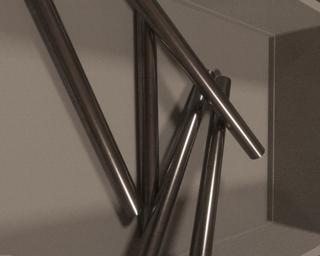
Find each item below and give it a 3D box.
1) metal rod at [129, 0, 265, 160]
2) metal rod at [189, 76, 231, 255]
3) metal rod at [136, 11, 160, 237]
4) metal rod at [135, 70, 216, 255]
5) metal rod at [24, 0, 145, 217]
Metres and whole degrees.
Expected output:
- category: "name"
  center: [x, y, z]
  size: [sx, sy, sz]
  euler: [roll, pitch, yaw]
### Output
- category: "metal rod"
  center: [0.051, -0.068, 0.402]
  size: [0.300, 0.025, 0.025]
  euler: [49, 61, -21]
- category: "metal rod"
  center: [0.070, 0.048, 0.416]
  size: [0.025, 0.025, 0.300]
  euler: [39, 50, -33]
- category: "metal rod"
  center: [-0.015, -0.005, 0.396]
  size: [0.025, 0.025, 0.298]
  euler: [-2, 92, -40]
- category: "metal rod"
  center: [0.024, 0.044, 0.403]
  size: [0.025, 0.025, 0.300]
  euler: [40, 58, -33]
- category: "metal rod"
  center: [-0.083, -0.031, 0.338]
  size: [0.025, 0.025, 0.298]
  euler: [-34, 111, -35]
